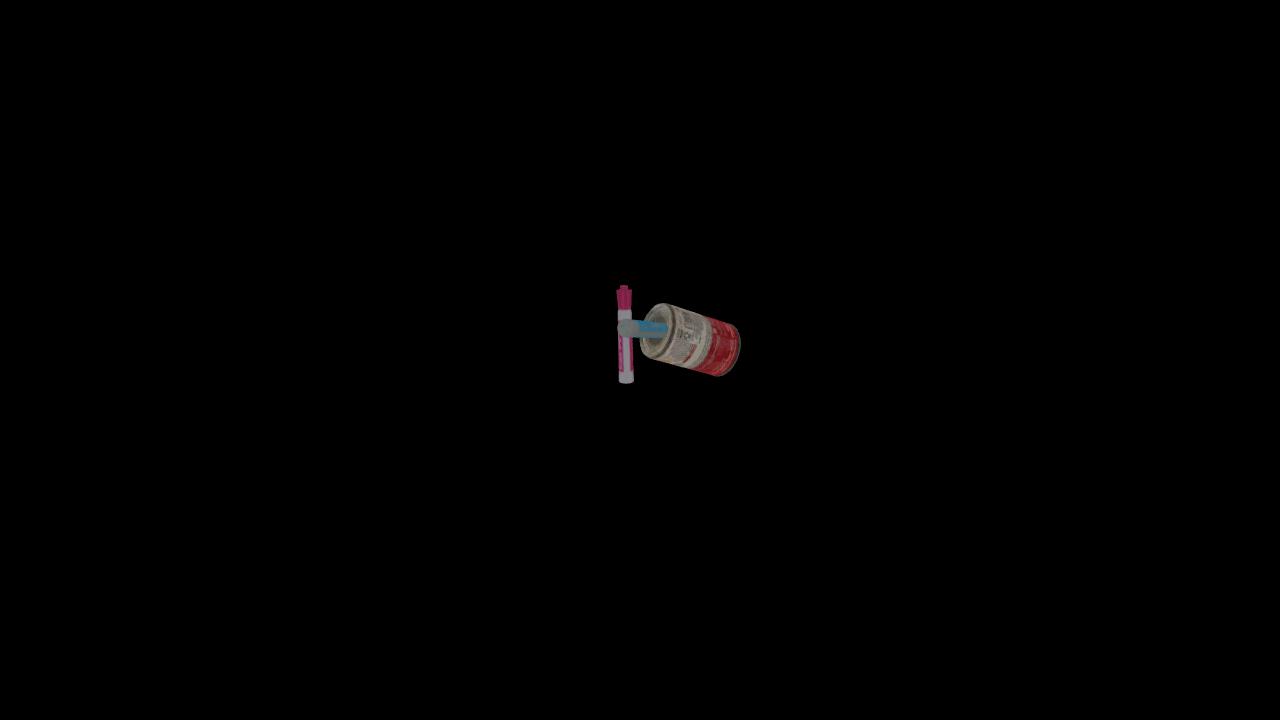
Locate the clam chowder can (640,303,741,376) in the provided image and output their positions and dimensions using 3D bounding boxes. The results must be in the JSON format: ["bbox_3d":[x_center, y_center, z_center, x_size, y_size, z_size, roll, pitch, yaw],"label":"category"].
[{"bbox_3d":[0.059,-0.023,0.726,0.102,0.068,0.068,14,-8,-32],"label":"clam chowder can"}]

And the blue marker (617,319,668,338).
[{"bbox_3d":[0.015,-0.033,0.672,0.020,0.020,0.121,0,1,30],"label":"blue marker"}]

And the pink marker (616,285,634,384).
[{"bbox_3d":[-0.018,-0.031,0.749,0.020,0.121,0.020,-1,16,0],"label":"pink marker"}]
